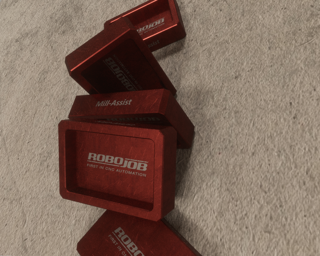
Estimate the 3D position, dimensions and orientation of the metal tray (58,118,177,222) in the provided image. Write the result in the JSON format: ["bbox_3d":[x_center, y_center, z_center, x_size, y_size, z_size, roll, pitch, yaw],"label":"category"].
[{"bbox_3d":[-0.049,0.039,0.329,0.130,0.030,0.089,6,99,26],"label":"metal tray"}]

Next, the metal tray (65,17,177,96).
[{"bbox_3d":[-0.044,-0.065,0.398,0.090,0.130,0.030,-34,51,6],"label":"metal tray"}]

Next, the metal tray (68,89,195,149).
[{"bbox_3d":[-0.034,-0.007,0.382,0.130,0.090,0.030,-1,61,27],"label":"metal tray"}]

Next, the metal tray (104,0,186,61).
[{"bbox_3d":[-0.029,-0.164,0.514,0.130,0.030,0.090,-20,54,16],"label":"metal tray"}]

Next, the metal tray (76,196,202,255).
[{"bbox_3d":[-0.020,0.137,0.326,0.090,0.030,0.130,-49,52,-7],"label":"metal tray"}]
